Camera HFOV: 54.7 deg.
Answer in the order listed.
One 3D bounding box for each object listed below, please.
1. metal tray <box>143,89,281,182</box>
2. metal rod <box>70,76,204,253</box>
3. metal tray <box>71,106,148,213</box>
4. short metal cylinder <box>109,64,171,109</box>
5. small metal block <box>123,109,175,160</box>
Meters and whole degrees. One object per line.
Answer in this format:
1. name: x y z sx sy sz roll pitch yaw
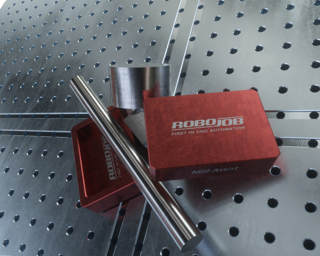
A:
1. metal tray: 0.051 0.006 0.337 0.131 0.030 0.090 -5 56 -4
2. metal rod: -0.048 0.019 0.378 0.025 0.025 0.300 -41 51 0
3. metal tray: -0.067 0.035 0.414 0.090 0.030 0.130 -28 52 10
4. short metal cylinder: -0.026 -0.058 0.409 0.080 0.081 0.050 9 108 32
5. small metal block: -0.013 0.008 0.388 0.025 0.050 0.050 -42 51 0
